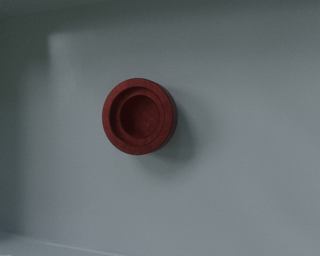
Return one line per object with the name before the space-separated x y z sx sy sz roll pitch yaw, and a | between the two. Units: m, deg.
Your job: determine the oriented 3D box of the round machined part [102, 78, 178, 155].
round machined part | -0.023 -0.015 0.410 0.098 0.042 0.097 0 90 20
